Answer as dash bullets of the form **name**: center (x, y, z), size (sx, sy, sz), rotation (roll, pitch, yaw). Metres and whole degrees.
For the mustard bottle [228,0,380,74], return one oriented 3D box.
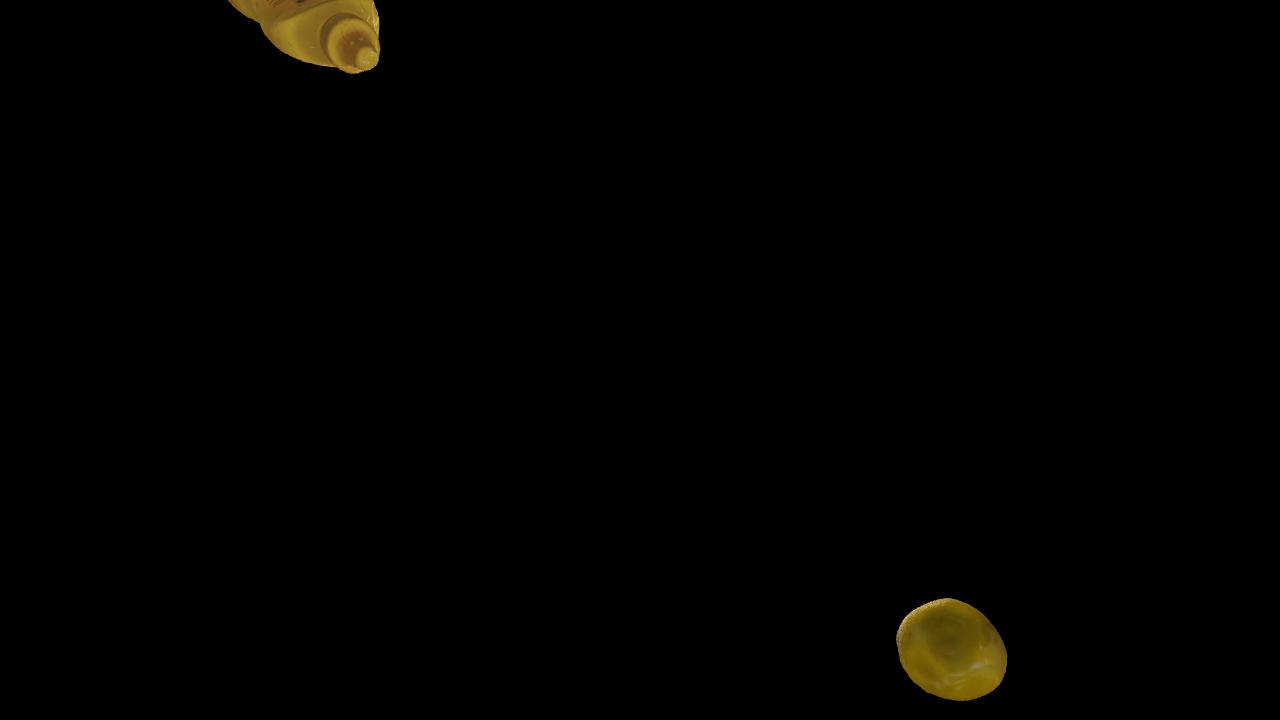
- **mustard bottle**: center (-0.267, -0.287, 0.504), size (0.092, 0.184, 0.054), rotation (-32, -27, -31)

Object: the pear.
- **pear**: center (0.261, 0.247, 0.516), size (0.080, 0.080, 0.111), rotation (0, -32, 31)
